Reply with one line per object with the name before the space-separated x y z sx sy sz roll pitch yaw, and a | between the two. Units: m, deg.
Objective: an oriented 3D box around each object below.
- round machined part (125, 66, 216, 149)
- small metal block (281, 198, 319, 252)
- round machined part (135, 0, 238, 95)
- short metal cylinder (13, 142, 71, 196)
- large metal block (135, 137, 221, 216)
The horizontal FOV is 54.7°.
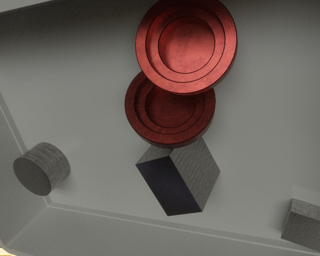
round machined part | 0.013 -0.024 0.352 0.098 0.098 0.042 23 167 14
small metal block | 0.184 0.122 0.387 0.050 0.025 0.050 15 125 19
round machined part | 0.028 -0.082 0.314 0.098 0.042 0.097 0 92 15
short metal cylinder | -0.206 0.072 0.543 0.080 0.050 0.079 13 124 20
large metal block | 0.026 0.050 0.389 0.050 0.080 0.080 -19 109 35
